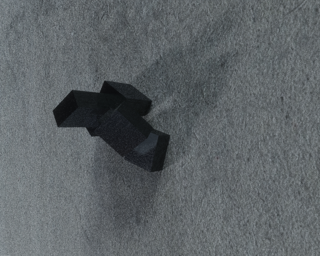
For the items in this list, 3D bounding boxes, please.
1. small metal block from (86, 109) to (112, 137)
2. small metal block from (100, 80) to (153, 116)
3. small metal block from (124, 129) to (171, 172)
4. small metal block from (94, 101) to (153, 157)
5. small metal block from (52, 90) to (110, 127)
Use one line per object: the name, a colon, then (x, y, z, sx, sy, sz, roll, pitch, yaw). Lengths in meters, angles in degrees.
small metal block: (-0.087, -0.014, 0.460, 0.025, 0.050, 0.050, -52, 60, 27)
small metal block: (-0.048, -0.041, 0.428, 0.050, 0.050, 0.025, 39, 114, 32)
small metal block: (-0.018, 0.026, 0.419, 0.050, 0.025, 0.050, 21, 103, 37)
small metal block: (-0.046, 0.002, 0.394, 0.050, 0.025, 0.050, 44, 124, -12)
small metal block: (-0.103, -0.024, 0.408, 0.050, 0.050, 0.025, -36, 68, 34)
